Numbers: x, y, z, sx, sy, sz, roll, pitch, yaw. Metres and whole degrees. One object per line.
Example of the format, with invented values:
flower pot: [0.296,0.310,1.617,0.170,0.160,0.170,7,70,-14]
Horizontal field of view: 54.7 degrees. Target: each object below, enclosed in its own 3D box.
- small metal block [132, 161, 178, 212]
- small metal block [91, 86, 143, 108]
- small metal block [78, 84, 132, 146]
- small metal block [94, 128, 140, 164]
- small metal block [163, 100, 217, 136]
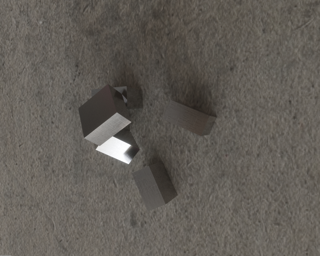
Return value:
small metal block: [-0.006,0.073,0.397,0.025,0.050,0.050,-27,82,18]
small metal block: [-0.056,-0.038,0.414,0.050,0.050,0.025,-2,90,19]
small metal block: [-0.066,-0.015,0.367,0.050,0.025,0.050,-36,49,16]
small metal block: [-0.060,0.015,0.405,0.025,0.050,0.050,-53,33,12]
small metal block: [0.038,-0.012,0.382,0.050,0.050,0.025,25,98,18]
